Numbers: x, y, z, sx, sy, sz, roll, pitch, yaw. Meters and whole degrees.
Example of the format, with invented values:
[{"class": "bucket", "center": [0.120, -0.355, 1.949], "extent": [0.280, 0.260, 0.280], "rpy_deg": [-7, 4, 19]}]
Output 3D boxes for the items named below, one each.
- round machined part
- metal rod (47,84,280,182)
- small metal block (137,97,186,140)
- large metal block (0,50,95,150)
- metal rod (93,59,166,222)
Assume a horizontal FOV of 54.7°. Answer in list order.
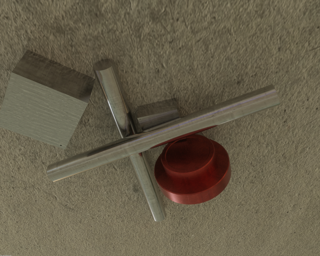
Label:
[{"class": "round machined part", "center": [0.039, 0.045, 0.399], "extent": [0.098, 0.098, 0.042], "rpy_deg": [-12, 129, 9]}, {"class": "metal rod", "center": [-0.008, 0.012, 0.383], "extent": [0.301, 0.025, 0.025], "rpy_deg": [-20, 128, 14]}, {"class": "small metal block", "center": [0.003, -0.007, 0.401], "extent": [0.050, 0.025, 0.050], "rpy_deg": [-12, 129, 10]}, {"class": "large metal block", "center": [-0.132, -0.031, 0.363], "extent": [0.080, 0.050, 0.080], "rpy_deg": [23, 126, -19]}, {"class": "metal rod", "center": [-0.032, 0.040, 0.440], "extent": [0.025, 0.025, 0.298], "rpy_deg": [-10, 130, 7]}]
